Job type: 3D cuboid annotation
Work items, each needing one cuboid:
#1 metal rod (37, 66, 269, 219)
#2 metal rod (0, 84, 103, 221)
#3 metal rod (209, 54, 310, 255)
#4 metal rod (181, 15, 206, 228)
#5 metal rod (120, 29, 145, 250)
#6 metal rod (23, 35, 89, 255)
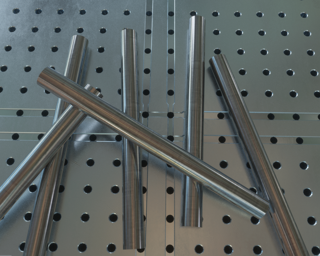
[{"bbox_3d":[-0.006,0.019,0.363,0.301,0.025,0.025,32,73,-2],"label":"metal rod"},{"bbox_3d":[-0.172,0.070,0.365,0.025,0.025,0.300,36,81,12],"label":"metal rod"},{"bbox_3d":[0.124,0.035,0.399,0.025,0.025,0.299,-15,71,-5],"label":"metal rod"},{"bbox_3d":[0.047,-0.022,0.420,0.025,0.025,0.299,3,70,1],"label":"metal rod"},{"bbox_3d":[-0.038,0.000,0.411,0.025,0.025,0.299,-3,70,-1],"label":"metal rod"},{"bbox_3d":[-0.132,0.010,0.407,0.025,0.025,0.299,5,70,2],"label":"metal rod"}]
